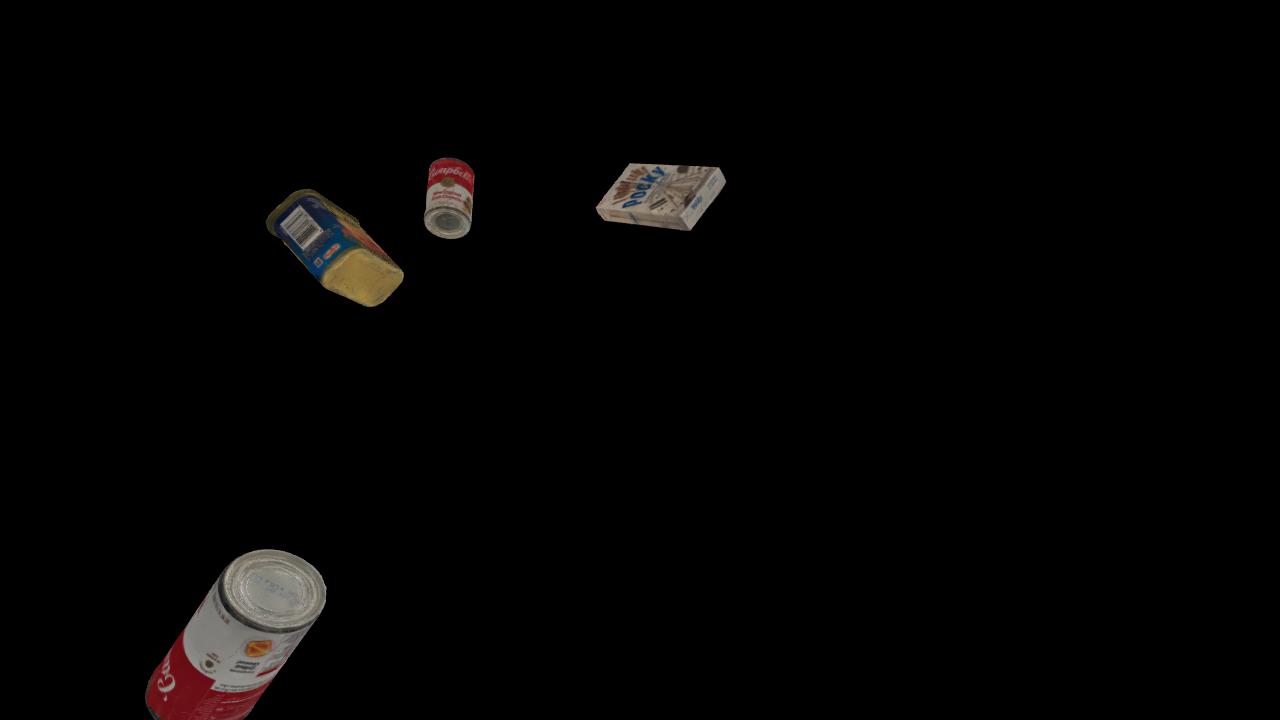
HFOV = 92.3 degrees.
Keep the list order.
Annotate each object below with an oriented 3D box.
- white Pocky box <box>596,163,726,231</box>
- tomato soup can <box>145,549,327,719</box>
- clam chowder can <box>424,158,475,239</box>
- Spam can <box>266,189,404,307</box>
[{"bbox_3d":[0.022,-0.200,0.748,0.154,0.084,0.028,20,-21,44],"label":"white Pocky box"},{"bbox_3d":[-0.264,0.185,0.407,0.068,0.101,0.068,37,11,-8],"label":"tomato soup can"},{"bbox_3d":[-0.283,-0.239,0.914,0.068,0.102,0.068,-4,-29,-2],"label":"clam chowder can"},{"bbox_3d":[-0.293,-0.105,0.602,0.085,0.058,0.101,45,-1,13],"label":"Spam can"}]
